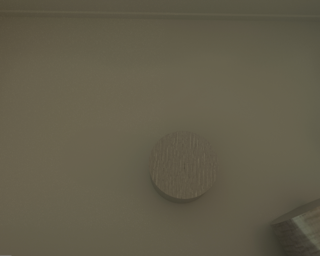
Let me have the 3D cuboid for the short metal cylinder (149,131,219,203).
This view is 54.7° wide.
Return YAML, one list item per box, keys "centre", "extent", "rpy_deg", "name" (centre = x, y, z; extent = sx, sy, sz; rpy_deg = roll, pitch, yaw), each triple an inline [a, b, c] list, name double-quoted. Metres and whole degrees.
- centre: [0.027, 0.049, 0.379]
  extent: [0.081, 0.050, 0.080]
  rpy_deg: [0, 70, 0]
  name: "short metal cylinder"

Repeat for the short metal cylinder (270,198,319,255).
- centre: [0.171, 0.113, 0.341]
  extent: [0.080, 0.080, 0.050]
  rpy_deg: [-23, 72, -8]
  name: "short metal cylinder"
